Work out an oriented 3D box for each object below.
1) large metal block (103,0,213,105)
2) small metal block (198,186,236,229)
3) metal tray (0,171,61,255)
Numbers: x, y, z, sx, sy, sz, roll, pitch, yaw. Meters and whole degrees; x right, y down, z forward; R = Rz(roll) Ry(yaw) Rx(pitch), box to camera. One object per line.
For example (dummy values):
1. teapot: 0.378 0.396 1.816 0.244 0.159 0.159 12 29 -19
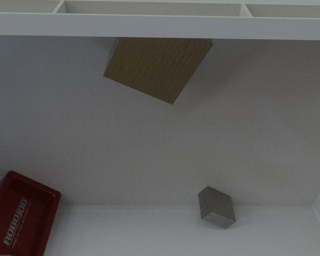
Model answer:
1. large metal block: -0.004 -0.082 0.323 0.080 0.050 0.080 21 127 -18
2. small metal block: 0.092 0.129 0.504 0.050 0.050 0.025 27 125 -22
3. metal tray: -0.206 0.136 0.453 0.090 0.130 0.030 34 122 -25
